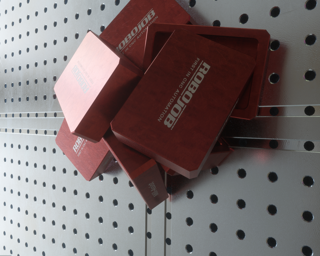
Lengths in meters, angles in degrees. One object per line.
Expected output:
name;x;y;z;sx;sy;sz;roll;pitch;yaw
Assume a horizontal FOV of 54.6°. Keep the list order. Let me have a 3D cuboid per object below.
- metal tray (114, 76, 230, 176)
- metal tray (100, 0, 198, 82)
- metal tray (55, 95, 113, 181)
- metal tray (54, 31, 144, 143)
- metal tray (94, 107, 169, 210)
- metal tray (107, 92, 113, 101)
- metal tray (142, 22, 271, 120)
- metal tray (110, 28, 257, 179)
metal tray;0.011;-0.008;0.360;0.130;0.091;0.030;52;121;28
metal tray;-0.026;-0.114;0.404;0.130;0.030;0.090;-43;65;15
metal tray;-0.103;0.010;0.463;0.090;0.030;0.129;47;131;12
metal tray;-0.077;-0.053;0.356;0.090;0.030;0.130;-54;37;10
metal tray;-0.033;0.040;0.377;0.030;0.130;0.090;-34;62;-11
metal tray;-0.072;-0.049;0.466;0.090;0.030;0.129;46;117;30
metal tray;0.046;-0.063;0.340;0.130;0.030;0.089;10;97;19
metal tray;0.025;-0.028;0.304;0.090;0.030;0.130;27;72;15
